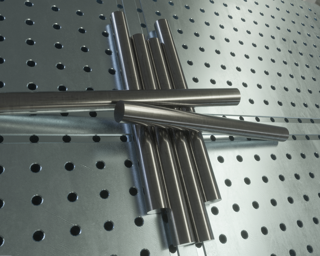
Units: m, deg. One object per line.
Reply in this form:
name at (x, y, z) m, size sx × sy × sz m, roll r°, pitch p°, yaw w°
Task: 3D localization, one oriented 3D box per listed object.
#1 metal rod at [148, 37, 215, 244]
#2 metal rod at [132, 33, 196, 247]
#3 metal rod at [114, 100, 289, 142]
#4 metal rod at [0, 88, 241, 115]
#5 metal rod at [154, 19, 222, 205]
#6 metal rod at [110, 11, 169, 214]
metal rod at (0.020, -0.001, 0.420) m, size 0.025 × 0.025 × 0.299 m, roll 1°, pitch 61°, yaw -28°
metal rod at (-0.003, -0.003, 0.406) m, size 0.025 × 0.025 × 0.299 m, roll 1°, pitch 61°, yaw -28°
metal rod at (0.079, -0.004, 0.426) m, size 0.302 × 0.025 × 0.025 m, roll 7°, pitch 59°, yaw -35°
metal rod at (-0.037, -0.034, 0.379) m, size 0.302 × 0.025 × 0.025 m, roll -4°, pitch 63°, yaw -20°
metal rod at (0.033, -0.040, 0.449) m, size 0.025 × 0.025 × 0.299 m, roll 1°, pitch 61°, yaw -28°
metal rod at (-0.033, -0.038, 0.412) m, size 0.025 × 0.025 × 0.299 m, roll 1°, pitch 61°, yaw -28°
